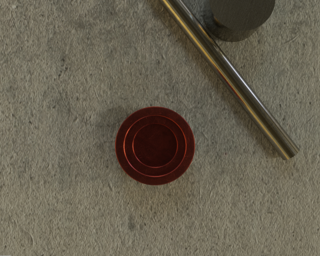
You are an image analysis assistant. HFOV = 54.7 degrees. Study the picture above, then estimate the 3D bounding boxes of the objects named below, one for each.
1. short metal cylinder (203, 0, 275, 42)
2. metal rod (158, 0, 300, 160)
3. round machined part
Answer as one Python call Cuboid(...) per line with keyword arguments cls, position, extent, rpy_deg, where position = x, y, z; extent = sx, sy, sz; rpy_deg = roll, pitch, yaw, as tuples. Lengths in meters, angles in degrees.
Cuboid(cls="short metal cylinder", position=(0.099, -0.157, 0.399), extent=(0.081, 0.050, 0.079), rpy_deg=(0, 90, -1))
Cuboid(cls="metal rod", position=(0.082, -0.083, 0.411), extent=(0.025, 0.025, 0.300), rpy_deg=(-38, 91, 0))
Cuboid(cls="round machined part", position=(-0.006, 0.022, 0.401), extent=(0.099, 0.042, 0.097), rpy_deg=(0, 90, -1))
